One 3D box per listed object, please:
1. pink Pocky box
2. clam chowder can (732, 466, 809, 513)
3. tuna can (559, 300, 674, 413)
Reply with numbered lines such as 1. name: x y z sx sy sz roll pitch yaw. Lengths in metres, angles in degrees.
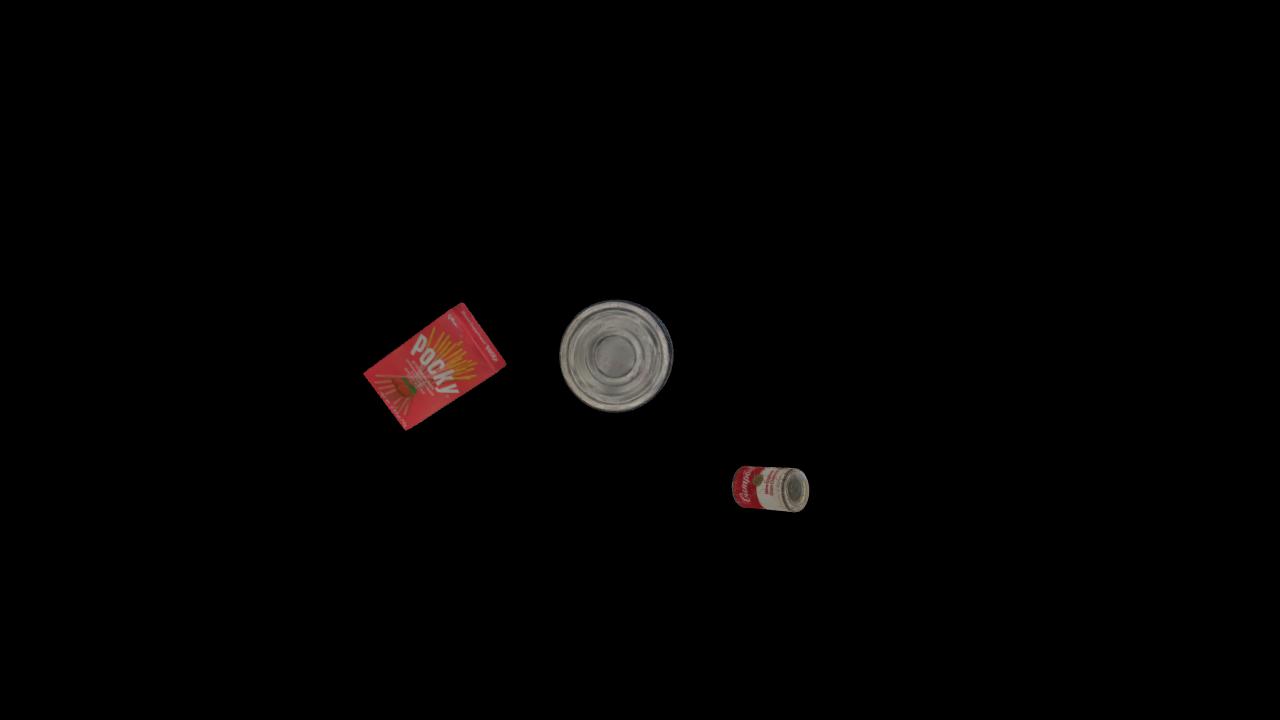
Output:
1. pink Pocky box: -0.230 0.010 0.685 0.155 0.084 0.029 -30 10 23
2. clam chowder can: 0.205 0.202 0.966 0.068 0.068 0.102 0 -5 -41
3. tuna can: -0.017 -0.003 0.459 0.084 0.084 0.034 0 2 5
